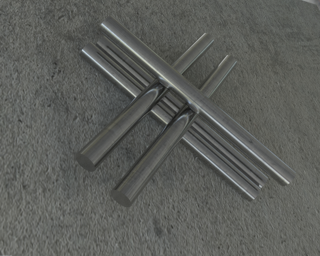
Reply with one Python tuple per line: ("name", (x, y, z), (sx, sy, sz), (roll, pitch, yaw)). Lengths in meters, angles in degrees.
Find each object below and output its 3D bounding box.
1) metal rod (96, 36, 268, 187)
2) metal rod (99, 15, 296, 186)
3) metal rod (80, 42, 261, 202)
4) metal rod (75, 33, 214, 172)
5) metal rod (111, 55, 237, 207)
("metal rod", (0.030, -0.020, 0.435), (0.300, 0.025, 0.025), (41, 51, -1))
("metal rod", (0.047, -0.033, 0.388), (0.300, 0.025, 0.025), (40, 51, -1))
("metal rod", (0.014, -0.008, 0.419), (0.300, 0.025, 0.025), (41, 51, -1))
("metal rod", (0.000, -0.054, 0.407), (0.025, 0.025, 0.301), (41, 51, -1))
("metal rod", (0.036, -0.018, 0.405), (0.025, 0.025, 0.301), (41, 51, -1))
